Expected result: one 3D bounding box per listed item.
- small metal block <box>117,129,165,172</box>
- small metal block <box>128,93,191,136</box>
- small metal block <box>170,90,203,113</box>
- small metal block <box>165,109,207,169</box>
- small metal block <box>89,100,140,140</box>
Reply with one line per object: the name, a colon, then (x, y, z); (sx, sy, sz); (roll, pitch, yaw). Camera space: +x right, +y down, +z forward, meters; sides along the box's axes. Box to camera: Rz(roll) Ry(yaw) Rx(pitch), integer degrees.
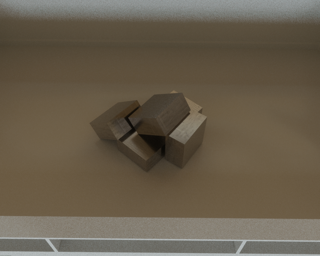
small metal block: (-0.018, 0.019, 0.387); (0.050, 0.025, 0.050); (35, 58, 25)
small metal block: (-0.001, -0.017, 0.369); (0.050, 0.025, 0.050); (3, 40, 48)
small metal block: (0.021, -0.018, 0.418); (0.050, 0.025, 0.050); (35, 58, 25)
small metal block: (0.031, 0.013, 0.376); (0.025, 0.050, 0.050); (29, 56, 21)
small metal block: (-0.054, -0.010, 0.395); (0.050, 0.025, 0.050); (-41, 23, -28)
